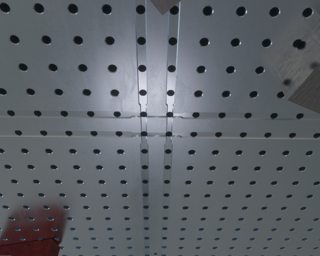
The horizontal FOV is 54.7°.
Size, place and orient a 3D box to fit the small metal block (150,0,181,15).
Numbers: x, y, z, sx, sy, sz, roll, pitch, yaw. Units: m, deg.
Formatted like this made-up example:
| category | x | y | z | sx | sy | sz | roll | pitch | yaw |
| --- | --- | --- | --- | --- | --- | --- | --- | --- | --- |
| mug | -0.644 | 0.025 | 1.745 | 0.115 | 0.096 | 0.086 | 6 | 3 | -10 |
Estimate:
| category | x | y | z | sx | sy | sz | roll | pitch | yaw |
| --- | --- | --- | --- | --- | --- | --- | --- | --- | --- |
| small metal block | 0.006 | -0.144 | 0.289 | 0.050 | 0.025 | 0.050 | -32 | 123 | 24 |

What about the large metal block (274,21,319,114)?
| category | x | y | z | sx | sy | sz | roll | pitch | yaw |
| --- | --- | --- | --- | --- | --- | --- | --- | --- | --- |
| large metal block | 0.192 | -0.061 | 0.345 | 0.080 | 0.050 | 0.079 | 19 | 128 | -16 |

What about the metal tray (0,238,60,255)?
| category | x | y | z | sx | sy | sz | roll | pitch | yaw |
| --- | --- | --- | --- | --- | --- | --- | --- | --- | --- |
| metal tray | -0.268 | 0.269 | 0.595 | 0.131 | 0.090 | 0.030 | -11 | 129 | 9 |
